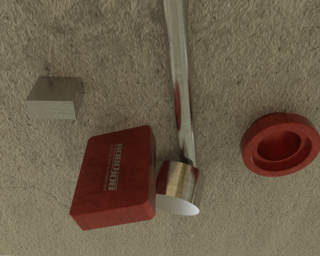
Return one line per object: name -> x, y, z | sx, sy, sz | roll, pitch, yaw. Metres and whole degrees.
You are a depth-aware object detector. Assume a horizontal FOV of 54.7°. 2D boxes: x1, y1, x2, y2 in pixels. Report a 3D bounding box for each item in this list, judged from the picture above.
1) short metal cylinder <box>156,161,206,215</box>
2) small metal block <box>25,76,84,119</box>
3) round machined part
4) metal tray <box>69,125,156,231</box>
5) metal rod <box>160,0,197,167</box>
short metal cylinder -> 0.022, 0.088, 0.448 | 0.080, 0.050, 0.080 | 12, 150, 7
small metal block -> -0.119, -0.036, 0.359 | 0.050, 0.050, 0.025 | 1, 130, -2
round machined part -> 0.156, 0.018, 0.414 | 0.099, 0.042, 0.097 | -1, 130, 0
metal tray -> -0.052, 0.056, 0.386 | 0.090, 0.130, 0.030 | -12, 129, 9
metal rod -> 0.024, -0.059, 0.357 | 0.025, 0.025, 0.298 | -6, 130, 4
